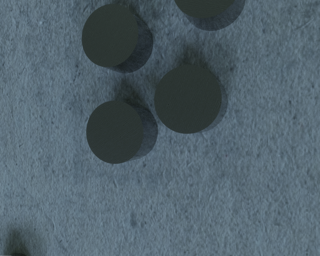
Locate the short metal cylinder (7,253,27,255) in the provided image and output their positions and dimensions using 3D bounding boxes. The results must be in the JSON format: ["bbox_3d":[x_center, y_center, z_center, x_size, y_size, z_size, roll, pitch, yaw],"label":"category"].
[{"bbox_3d":[-0.235,0.242,0.477,0.080,0.050,0.079,0,90,19],"label":"short metal cylinder"}]

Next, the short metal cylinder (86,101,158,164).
[{"bbox_3d":[-0.049,0.005,0.412,0.080,0.050,0.079,0,90,19],"label":"short metal cylinder"}]

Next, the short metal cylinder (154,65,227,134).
[{"bbox_3d":[0.039,-0.033,0.381,0.080,0.050,0.079,0,90,19],"label":"short metal cylinder"}]

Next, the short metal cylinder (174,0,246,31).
[{"bbox_3d":[0.060,-0.164,0.374,0.080,0.050,0.079,0,90,19],"label":"short metal cylinder"}]

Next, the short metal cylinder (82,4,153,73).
[{"bbox_3d":[-0.056,-0.117,0.414,0.080,0.050,0.079,0,90,19],"label":"short metal cylinder"}]
